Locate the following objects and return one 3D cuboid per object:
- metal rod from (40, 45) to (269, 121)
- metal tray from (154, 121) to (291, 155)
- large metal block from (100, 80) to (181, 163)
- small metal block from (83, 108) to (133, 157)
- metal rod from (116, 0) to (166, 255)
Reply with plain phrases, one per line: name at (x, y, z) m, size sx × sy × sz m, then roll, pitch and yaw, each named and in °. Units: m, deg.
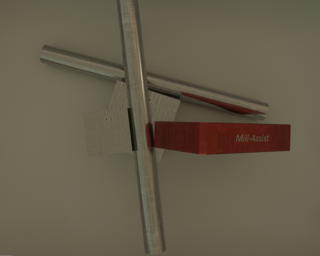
metal rod at (-0.007, -0.060, 0.410) m, size 0.302 × 0.025 × 0.025 m, roll 15°, pitch 90°, yaw -1°
metal tray at (0.071, 0.009, 0.352) m, size 0.131 × 0.090 × 0.030 m, roll 1°, pitch 91°, yaw -32°
large metal block at (-0.026, -0.008, 0.397) m, size 0.080 × 0.050 × 0.080 m, roll 18°, pitch 90°, yaw -1°
small metal block at (-0.059, 0.005, 0.359) m, size 0.050 × 0.025 × 0.050 m, roll -6°, pitch 90°, yaw -1°
metal rod at (-0.022, -0.006, 0.360) m, size 0.025 × 0.025 × 0.298 m, roll -6°, pitch 90°, yaw 0°
